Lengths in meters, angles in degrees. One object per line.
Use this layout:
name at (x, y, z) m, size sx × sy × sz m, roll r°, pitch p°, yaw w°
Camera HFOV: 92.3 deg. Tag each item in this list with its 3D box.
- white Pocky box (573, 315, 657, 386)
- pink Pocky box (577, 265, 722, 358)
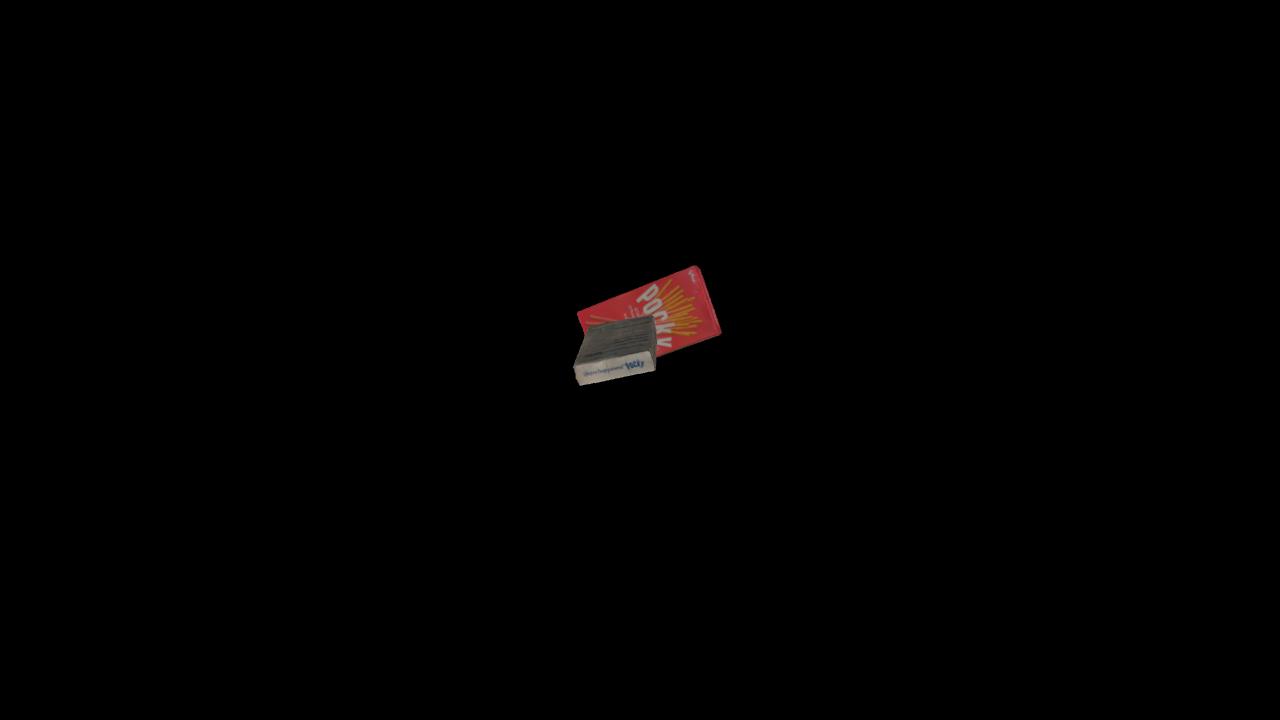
white Pocky box at (-0.022, -0.023, 0.688) m, size 0.084 × 0.028 × 0.154 m, roll -12°, pitch 22°, yaw 8°
pink Pocky box at (0.009, -0.043, 0.715) m, size 0.155 × 0.084 × 0.029 m, roll -19°, pitch -4°, yaw 16°
